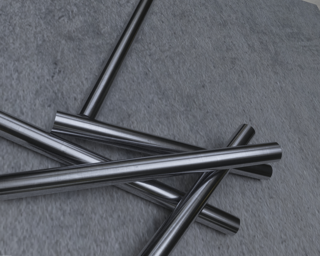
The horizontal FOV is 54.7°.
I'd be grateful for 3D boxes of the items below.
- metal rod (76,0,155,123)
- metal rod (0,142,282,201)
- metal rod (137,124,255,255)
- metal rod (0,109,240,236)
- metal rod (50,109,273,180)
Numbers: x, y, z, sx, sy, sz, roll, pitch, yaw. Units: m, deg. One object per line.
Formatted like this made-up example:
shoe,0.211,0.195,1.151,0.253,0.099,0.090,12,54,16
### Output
metal rod,-0.052,-0.123,0.452,0.025,0.025,0.300,27,52,-12
metal rod,-0.005,0.042,0.332,0.302,0.025,0.025,-5,64,-16
metal rod,0.031,0.088,0.335,0.025,0.025,0.302,45,54,2
metal rod,-0.041,0.055,0.348,0.301,0.025,0.025,26,52,-12
metal rod,0.021,0.028,0.390,0.302,0.025,0.025,15,56,-24
